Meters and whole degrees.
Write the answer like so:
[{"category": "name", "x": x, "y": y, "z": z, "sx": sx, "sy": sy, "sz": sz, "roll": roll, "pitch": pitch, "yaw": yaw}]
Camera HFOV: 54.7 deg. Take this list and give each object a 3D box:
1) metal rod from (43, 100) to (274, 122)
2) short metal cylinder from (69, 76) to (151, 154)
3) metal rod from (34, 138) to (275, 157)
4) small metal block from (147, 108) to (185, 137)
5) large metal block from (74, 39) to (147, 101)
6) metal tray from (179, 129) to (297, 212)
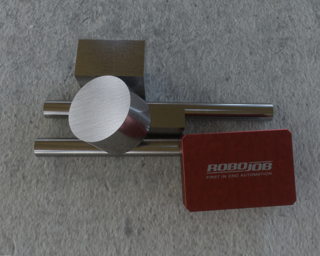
[{"category": "metal rod", "x": -0.002, "y": -0.023, "z": 0.418, "sx": 0.302, "sy": 0.025, "sz": 0.025, "roll": 1, "pitch": 70, "yaw": 0}, {"category": "short metal cylinder", "x": -0.058, "y": -0.014, "z": 0.363, "sx": 0.080, "sy": 0.050, "sz": 0.080, "roll": -9, "pitch": 66, "yaw": 22}, {"category": "metal rod", "x": -0.006, "y": 0.025, "z": 0.401, "sx": 0.302, "sy": 0.025, "sz": 0.025, "roll": 0, "pitch": 70, "yaw": -1}, {"category": "small metal block", "x": 0.005, "y": -0.004, "z": 0.397, "sx": 0.050, "sy": 0.050, "sz": 0.025, "roll": 1, "pitch": 70, "yaw": 0}, {"category": "large metal block", "x": -0.059, "y": -0.071, "z": 0.406, "sx": 0.081, "sy": 0.080, "sz": 0.050, "roll": 1, "pitch": 70, "yaw": 0}, {"category": "metal tray", "x": 0.092, "y": 0.049, "z": 0.375, "sx": 0.131, "sy": 0.030, "sz": 0.089, "roll": -3, "pitch": 88, "yaw": -3}]
